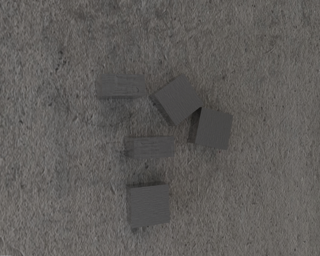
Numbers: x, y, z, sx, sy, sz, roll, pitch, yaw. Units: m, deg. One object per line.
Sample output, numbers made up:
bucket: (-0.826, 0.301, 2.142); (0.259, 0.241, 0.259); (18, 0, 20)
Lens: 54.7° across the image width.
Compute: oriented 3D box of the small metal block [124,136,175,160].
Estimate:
small metal block: (-0.015, 0.023, 0.390); (0.050, 0.050, 0.025); (-2, 91, -20)

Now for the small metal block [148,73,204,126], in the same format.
small metal block: (0.022, -0.038, 0.417); (0.050, 0.025, 0.050); (-38, 102, -16)

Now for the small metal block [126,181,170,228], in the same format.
small metal block: (-0.016, 0.098, 0.403); (0.050, 0.025, 0.050); (-3, 91, -20)

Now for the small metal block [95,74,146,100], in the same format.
small metal block: (-0.050, -0.049, 0.377); (0.050, 0.050, 0.025); (-3, 91, -20)

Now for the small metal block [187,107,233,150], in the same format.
small metal block: (0.070, 0.001, 0.435); (0.050, 0.025, 0.050); (13, 86, -20)
